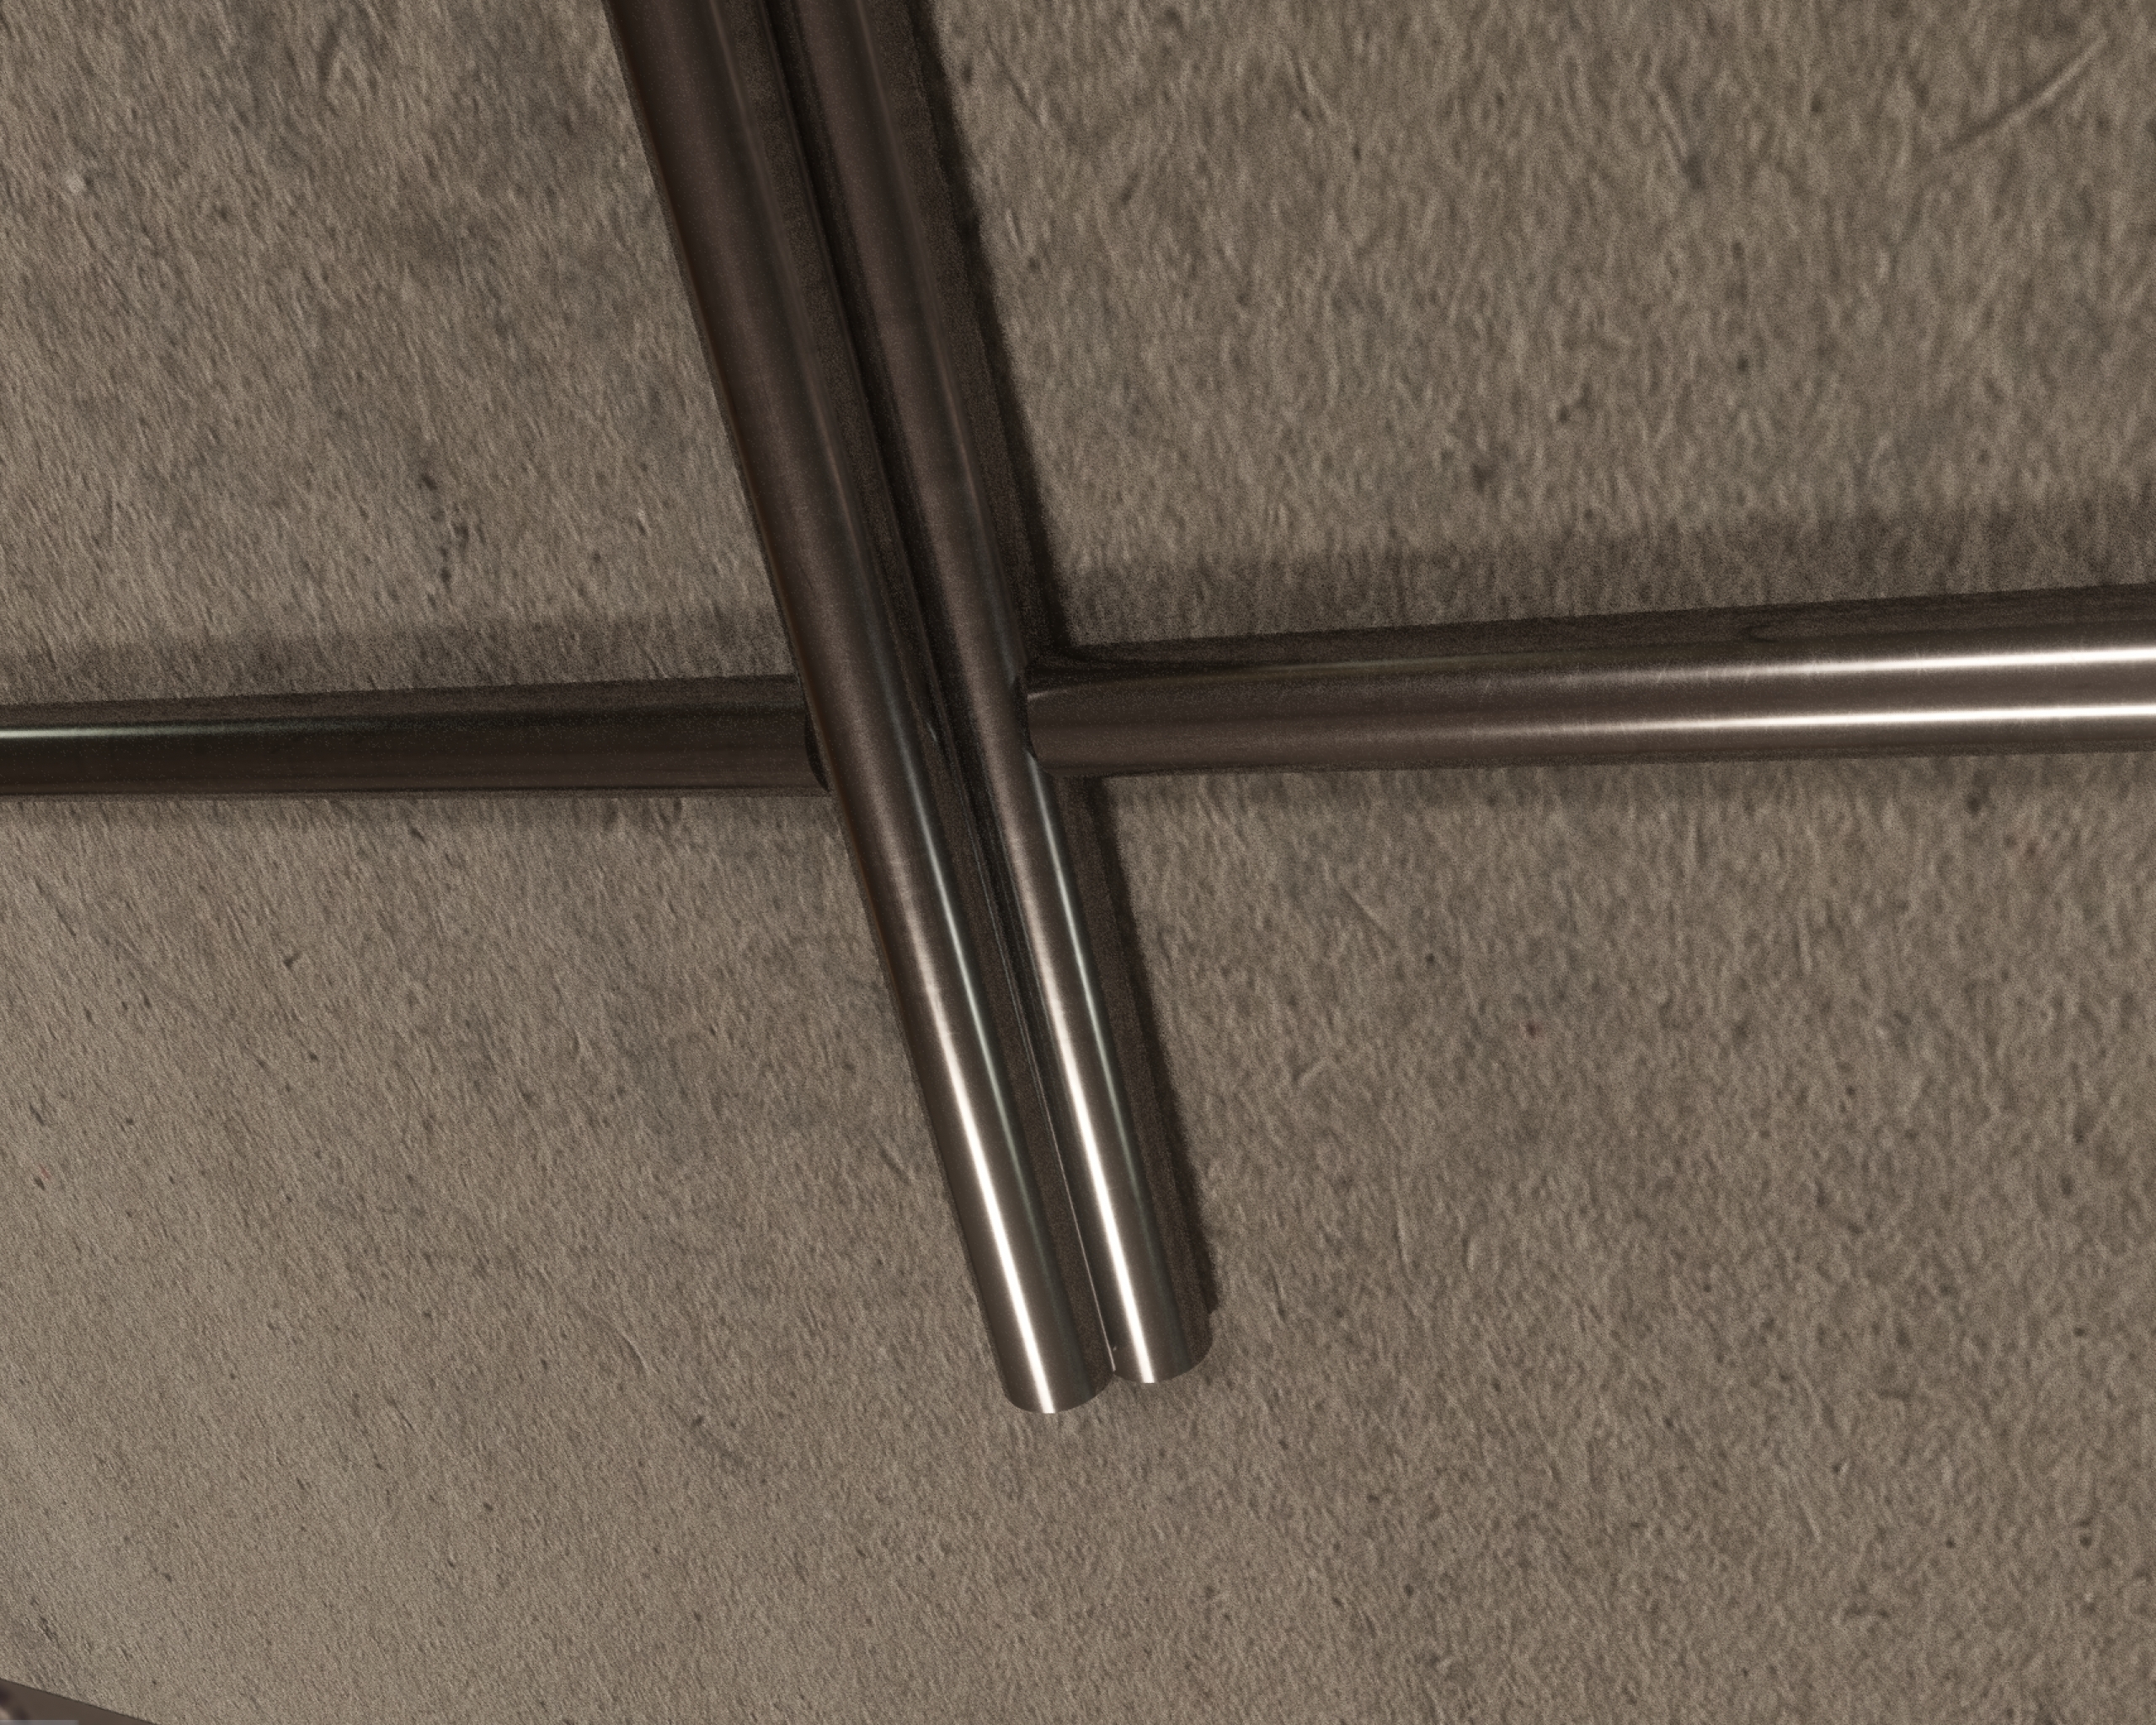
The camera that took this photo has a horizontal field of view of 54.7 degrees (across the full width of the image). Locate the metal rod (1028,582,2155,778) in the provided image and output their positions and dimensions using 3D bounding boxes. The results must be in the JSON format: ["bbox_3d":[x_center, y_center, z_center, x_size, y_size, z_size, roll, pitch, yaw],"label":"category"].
[{"bbox_3d":[0.130,-0.029,0.322,0.300,0.025,0.025,0,118,28],"label":"metal rod"}]

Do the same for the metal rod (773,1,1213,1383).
[{"bbox_3d":[-0.013,-0.023,0.400,0.025,0.025,0.298,1,119,27],"label":"metal rod"}]

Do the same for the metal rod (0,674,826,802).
[{"bbox_3d":[-0.181,-0.027,0.484,0.301,0.025,0.025,1,119,27],"label":"metal rod"}]

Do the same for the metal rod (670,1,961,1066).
[{"bbox_3d":[-0.036,-0.029,0.409,0.025,0.025,0.298,1,119,27],"label":"metal rod"}]

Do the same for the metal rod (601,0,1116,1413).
[{"bbox_3d":[-0.035,-0.020,0.387,0.025,0.025,0.298,1,119,27],"label":"metal rod"}]
